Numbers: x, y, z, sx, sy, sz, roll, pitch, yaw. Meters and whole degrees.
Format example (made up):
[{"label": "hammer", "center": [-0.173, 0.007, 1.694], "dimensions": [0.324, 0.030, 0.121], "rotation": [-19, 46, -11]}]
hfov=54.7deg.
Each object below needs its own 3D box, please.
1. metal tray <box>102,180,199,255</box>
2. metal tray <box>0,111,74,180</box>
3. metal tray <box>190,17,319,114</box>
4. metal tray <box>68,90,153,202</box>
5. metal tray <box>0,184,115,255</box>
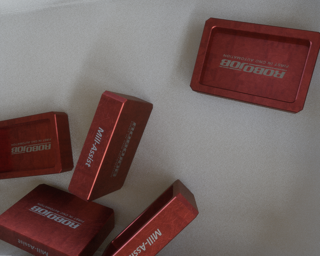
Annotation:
[{"label": "metal tray", "center": [-0.015, 0.122, 0.364], "dimensions": [0.130, 0.090, 0.030], "rotation": [-44, 89, 2]}, {"label": "metal tray", "center": [-0.201, 0.028, 0.476], "dimensions": [0.130, 0.030, 0.089], "rotation": [-8, 87, 19]}, {"label": "metal tray", "center": [0.110, -0.074, 0.368], "dimensions": [0.130, 0.030, 0.089], "rotation": [15, 95, 19]}, {"label": "metal tray", "center": [-0.059, 0.022, 0.395], "dimensions": [0.030, 0.090, 0.129], "rotation": [24, 98, 18]}, {"label": "metal tray", "center": [-0.140, 0.130, 0.421], "dimensions": [0.130, 0.090, 0.030], "rotation": [15, 120, 19]}]
